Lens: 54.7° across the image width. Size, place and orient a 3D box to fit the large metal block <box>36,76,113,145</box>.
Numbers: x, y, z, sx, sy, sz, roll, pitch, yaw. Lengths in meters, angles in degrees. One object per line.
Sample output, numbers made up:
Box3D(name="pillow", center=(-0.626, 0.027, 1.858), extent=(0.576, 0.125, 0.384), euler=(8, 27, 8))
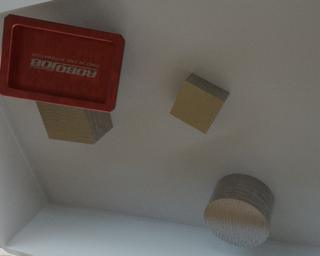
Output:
Box3D(name="large metal block", center=(-0.121, -0.027, 0.437), extent=(0.080, 0.050, 0.079), euler=(5, 121, 25))

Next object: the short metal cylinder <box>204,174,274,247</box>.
Box3D(name="short metal cylinder", center=(0.104, 0.107, 0.403), extent=(0.080, 0.050, 0.079), euler=(13, 124, 20))

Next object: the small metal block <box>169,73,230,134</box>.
Box3D(name="small metal block", center=(0.046, -0.029, 0.366), extent=(0.050, 0.025, 0.050), euler=(30, 128, 8))

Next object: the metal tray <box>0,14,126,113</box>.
Box3D(name="metal tray", center=(-0.112, -0.073, 0.361), extent=(0.131, 0.030, 0.089), euler=(9, 99, -7))
